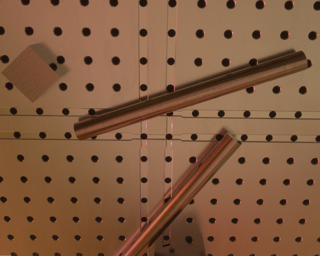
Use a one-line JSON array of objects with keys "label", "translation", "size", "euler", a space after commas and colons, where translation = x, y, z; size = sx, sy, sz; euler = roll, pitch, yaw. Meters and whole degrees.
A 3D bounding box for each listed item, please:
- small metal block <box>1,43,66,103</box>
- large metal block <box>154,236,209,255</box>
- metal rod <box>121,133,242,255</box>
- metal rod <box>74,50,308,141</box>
[{"label": "small metal block", "translation": [-0.157, -0.068, 0.387], "size": [0.050, 0.025, 0.050], "euler": [-39, 106, 13]}, {"label": "large metal block", "translation": [0.037, 0.220, 0.465], "size": [0.080, 0.080, 0.050], "euler": [-17, 109, 6]}, {"label": "metal rod", "translation": [0.012, 0.127, 0.460], "size": [0.025, 0.025, 0.299], "euler": [34, 106, -12]}, {"label": "metal rod", "translation": [0.034, -0.039, 0.398], "size": [0.301, 0.025, 0.025], "euler": [-17, 109, 6]}]
